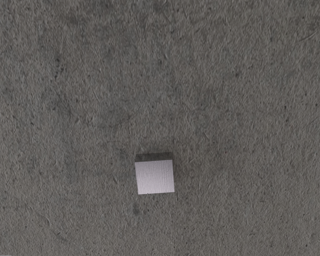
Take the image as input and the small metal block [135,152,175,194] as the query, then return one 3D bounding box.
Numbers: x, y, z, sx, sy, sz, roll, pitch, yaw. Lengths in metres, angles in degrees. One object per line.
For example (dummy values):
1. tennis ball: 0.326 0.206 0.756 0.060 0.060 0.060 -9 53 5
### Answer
1. small metal block: -0.007 0.063 0.433 0.050 0.025 0.050 -4 110 1
